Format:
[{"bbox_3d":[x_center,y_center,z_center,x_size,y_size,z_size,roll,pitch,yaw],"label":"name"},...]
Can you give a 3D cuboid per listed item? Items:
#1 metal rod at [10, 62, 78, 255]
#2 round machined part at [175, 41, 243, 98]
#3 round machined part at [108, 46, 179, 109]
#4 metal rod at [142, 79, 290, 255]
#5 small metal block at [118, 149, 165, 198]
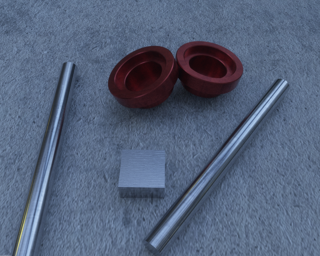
[{"bbox_3d":[-0.135,0.022,0.383,0.025,0.025,0.300,-1,50,-1],"label":"metal rod"},{"bbox_3d":[0.067,-0.082,0.454,0.099,0.042,0.098,7,48,-7],"label":"round machined part"},{"bbox_3d":[-0.019,-0.066,0.433,0.098,0.042,0.098,-14,50,18],"label":"round machined part"},{"bbox_3d":[0.085,0.028,0.379,0.025,0.025,0.301,31,56,23],"label":"metal rod"},{"bbox_3d":[-0.020,0.053,0.359,0.050,0.025,0.050,1,50,0],"label":"small metal block"}]
